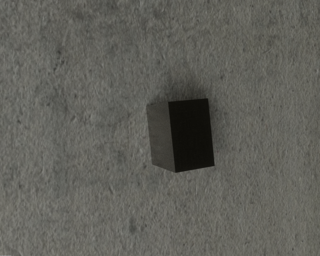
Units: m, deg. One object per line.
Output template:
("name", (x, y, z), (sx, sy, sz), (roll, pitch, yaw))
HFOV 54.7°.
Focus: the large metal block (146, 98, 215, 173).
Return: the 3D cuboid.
("large metal block", (0.023, 0.007, 0.389), (0.050, 0.080, 0.079), (-7, 93, -20))
